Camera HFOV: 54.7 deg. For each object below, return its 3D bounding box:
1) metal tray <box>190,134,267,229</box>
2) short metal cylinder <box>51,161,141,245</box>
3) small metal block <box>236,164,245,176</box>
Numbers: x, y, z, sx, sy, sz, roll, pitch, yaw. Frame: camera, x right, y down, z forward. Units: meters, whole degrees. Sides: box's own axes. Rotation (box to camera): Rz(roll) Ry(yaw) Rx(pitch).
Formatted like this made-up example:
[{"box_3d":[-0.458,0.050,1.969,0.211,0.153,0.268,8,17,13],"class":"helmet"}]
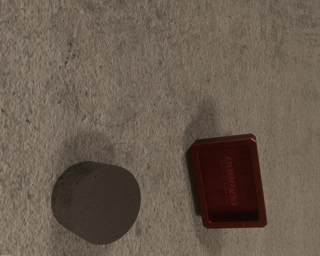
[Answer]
[{"box_3d":[0.099,0.078,0.447,0.030,0.090,0.129,-36,117,-70],"class":"metal tray"},{"box_3d":[-0.068,0.078,0.333,0.081,0.050,0.079,0,90,-40],"class":"short metal cylinder"},{"box_3d":[0.118,0.058,0.491,0.050,0.050,0.025,-14,99,-40],"class":"small metal block"}]
